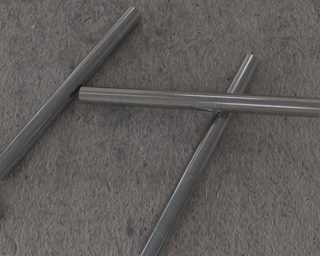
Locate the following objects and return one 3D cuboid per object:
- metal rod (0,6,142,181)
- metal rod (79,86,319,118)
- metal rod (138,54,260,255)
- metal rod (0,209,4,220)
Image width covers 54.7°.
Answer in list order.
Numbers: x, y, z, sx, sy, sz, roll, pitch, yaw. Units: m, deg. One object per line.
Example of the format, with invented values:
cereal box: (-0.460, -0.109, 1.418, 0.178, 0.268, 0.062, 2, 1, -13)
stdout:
metal rod: (-0.122, -0.058, 0.428, 0.025, 0.025, 0.300, 32, 73, 11)
metal rod: (0.043, -0.035, 0.399, 0.301, 0.025, 0.025, 4, 70, 10)
metal rod: (0.059, 0.026, 0.398, 0.025, 0.025, 0.300, 28, 72, 9)
metal rod: (-0.295, 0.003, 0.404, 0.025, 0.025, 0.300, -39, 75, -13)
